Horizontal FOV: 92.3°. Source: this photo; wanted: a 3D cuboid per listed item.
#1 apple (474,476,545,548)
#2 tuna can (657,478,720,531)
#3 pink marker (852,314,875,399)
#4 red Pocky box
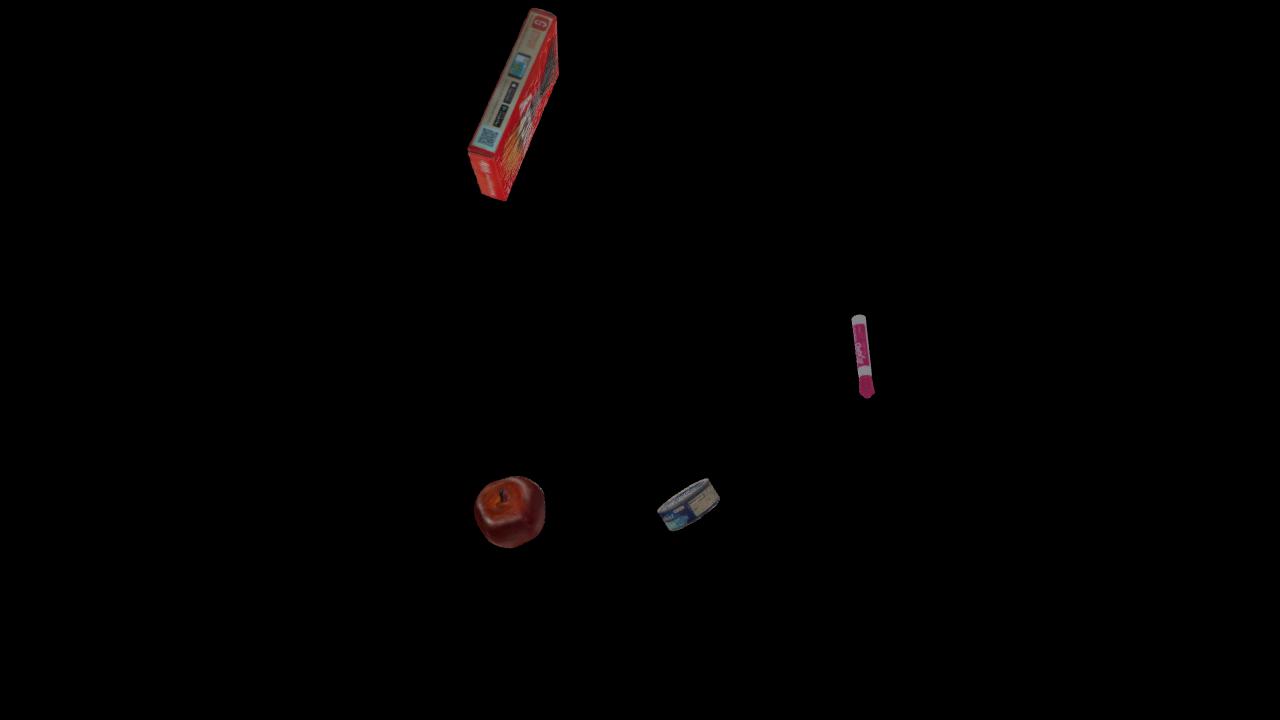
[{"bbox_3d":[-0.143,0.169,0.687,0.079,0.079,0.093,0,-37,7],"label":"apple"},{"bbox_3d":[0.067,0.198,0.840,0.084,0.034,0.084,-32,-5,-3],"label":"tuna can"},{"bbox_3d":[0.297,-0.005,0.818,0.020,0.121,0.020,4,-28,2],"label":"pink marker"},{"bbox_3d":[-0.113,-0.233,0.571,0.028,0.155,0.083,19,-12,-2],"label":"red Pocky box"}]
